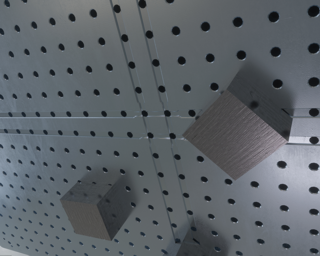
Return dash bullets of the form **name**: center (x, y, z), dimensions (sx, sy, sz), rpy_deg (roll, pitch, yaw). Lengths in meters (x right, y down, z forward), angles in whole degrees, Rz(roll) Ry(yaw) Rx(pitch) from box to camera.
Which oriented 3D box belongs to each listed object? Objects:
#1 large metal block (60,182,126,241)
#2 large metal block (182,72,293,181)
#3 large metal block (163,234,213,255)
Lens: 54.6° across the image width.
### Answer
- **large metal block**: center (-0.117, 0.145, 0.547), dimensions (0.080, 0.050, 0.080), rpy_deg (0, 118, 28)
- **large metal block**: center (0.086, -0.001, 0.349), dimensions (0.080, 0.050, 0.080), rpy_deg (41, 129, 0)
- **large metal block**: center (0.047, 0.238, 0.518), dimensions (0.080, 0.050, 0.080), rpy_deg (37, 129, 3)
